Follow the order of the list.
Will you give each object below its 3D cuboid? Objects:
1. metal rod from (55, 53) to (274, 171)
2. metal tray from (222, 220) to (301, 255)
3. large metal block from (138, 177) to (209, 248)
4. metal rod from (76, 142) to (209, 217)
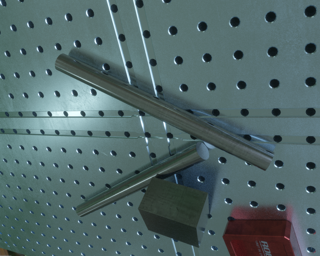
[{"bbox_3d":[-0.003,-0.025,0.395,0.301,0.025,0.025,26,127,11],"label":"metal rod"},{"bbox_3d":[0.154,0.192,0.444,0.090,0.030,0.129,-11,113,32],"label":"metal tray"},{"bbox_3d":[0.023,0.120,0.439,0.080,0.050,0.080,13,146,19],"label":"large metal block"},{"bbox_3d":[-0.046,0.092,0.490,0.299,0.025,0.025,-32,101,38],"label":"metal rod"}]
